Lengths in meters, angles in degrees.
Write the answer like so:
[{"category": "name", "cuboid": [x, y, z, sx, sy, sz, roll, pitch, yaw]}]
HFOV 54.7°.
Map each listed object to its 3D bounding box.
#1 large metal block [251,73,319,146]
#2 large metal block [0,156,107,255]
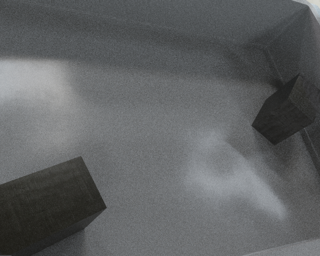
[{"category": "large metal block", "cuboid": [0.205, -0.030, 0.498, 0.050, 0.080, 0.080, 41, 51, 0]}, {"category": "large metal block", "cuboid": [-0.104, 0.075, 0.269, 0.081, 0.080, 0.050, -20, 73, -35]}]
